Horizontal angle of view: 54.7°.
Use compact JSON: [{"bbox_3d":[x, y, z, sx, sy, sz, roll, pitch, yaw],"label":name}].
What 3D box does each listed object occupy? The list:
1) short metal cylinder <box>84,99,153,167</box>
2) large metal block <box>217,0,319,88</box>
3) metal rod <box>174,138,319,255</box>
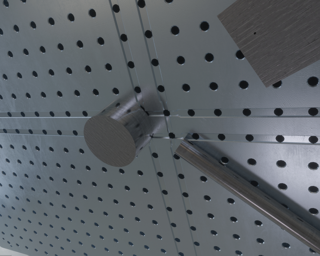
[{"bbox_3d":[-0.057,0.007,0.430,0.080,0.050,0.079,13,124,21],"label":"short metal cylinder"},{"bbox_3d":[0.113,-0.096,0.276,0.080,0.050,0.080,-30,102,38],"label":"large metal block"},{"bbox_3d":[0.149,0.108,0.399,0.301,0.025,0.025,35,129,5],"label":"metal rod"}]
